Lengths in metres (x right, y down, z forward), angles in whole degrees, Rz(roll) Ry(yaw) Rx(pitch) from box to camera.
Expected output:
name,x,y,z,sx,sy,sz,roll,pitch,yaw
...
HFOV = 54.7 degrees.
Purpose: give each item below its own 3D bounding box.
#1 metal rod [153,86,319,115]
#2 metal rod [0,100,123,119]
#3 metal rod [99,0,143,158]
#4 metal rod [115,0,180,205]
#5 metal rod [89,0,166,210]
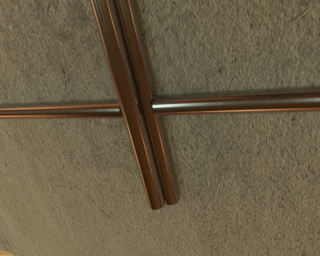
name,x,y,z,sx,sy,sz,roll,pitch,yaw
metal rod,0.130,-0.029,0.322,0.300,0.025,0.025,0,118,28
metal rod,-0.181,-0.027,0.484,0.301,0.025,0.025,1,119,27
metal rod,-0.036,-0.029,0.409,0.025,0.025,0.298,1,119,27
metal rod,-0.013,-0.023,0.400,0.025,0.025,0.298,1,119,27
metal rod,-0.035,-0.020,0.387,0.025,0.025,0.298,1,119,27
